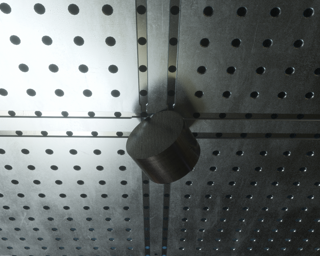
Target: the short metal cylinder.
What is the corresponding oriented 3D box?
[{"bbox_3d":[0.004,0.024,0.394,0.080,0.080,0.050,-22,126,18],"label":"short metal cylinder"}]
